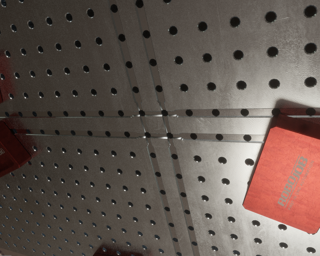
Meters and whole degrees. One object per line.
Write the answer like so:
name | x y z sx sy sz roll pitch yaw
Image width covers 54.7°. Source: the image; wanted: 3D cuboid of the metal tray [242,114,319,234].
metal tray | 0.157 0.056 0.359 0.090 0.030 0.129 18 126 17

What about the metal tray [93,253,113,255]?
metal tray | -0.080 0.309 0.638 0.130 0.030 0.090 -6 116 30

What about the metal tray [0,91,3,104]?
metal tray | -0.336 -0.090 0.525 0.130 0.030 0.089 17 125 17

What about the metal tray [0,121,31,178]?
metal tray | -0.319 0.049 0.602 0.130 0.030 0.090 -23 106 36
